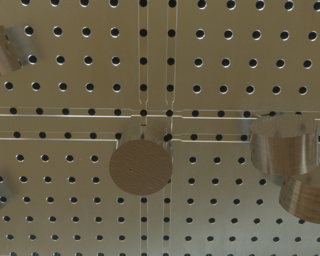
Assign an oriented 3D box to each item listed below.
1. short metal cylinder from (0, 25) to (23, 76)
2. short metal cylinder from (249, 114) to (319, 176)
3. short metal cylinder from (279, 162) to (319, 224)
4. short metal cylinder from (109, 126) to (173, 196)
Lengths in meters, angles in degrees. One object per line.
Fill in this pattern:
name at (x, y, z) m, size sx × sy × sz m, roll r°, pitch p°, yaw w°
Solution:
short metal cylinder at (-0.207, -0.080, 0.353) m, size 0.080 × 0.080 × 0.050 m, roll -16°, pitch 109°, yaw 6°
short metal cylinder at (0.156, 0.019, 0.392) m, size 0.080 × 0.080 × 0.050 m, roll -9°, pitch 110°, yaw 3°
short metal cylinder at (0.207, 0.084, 0.417) m, size 0.081 × 0.080 × 0.050 m, roll 3°, pitch 110°, yaw -1°
short metal cylinder at (-0.024, 0.043, 0.415) m, size 0.081 × 0.050 × 0.079 m, roll 0°, pitch 110°, yaw 0°
